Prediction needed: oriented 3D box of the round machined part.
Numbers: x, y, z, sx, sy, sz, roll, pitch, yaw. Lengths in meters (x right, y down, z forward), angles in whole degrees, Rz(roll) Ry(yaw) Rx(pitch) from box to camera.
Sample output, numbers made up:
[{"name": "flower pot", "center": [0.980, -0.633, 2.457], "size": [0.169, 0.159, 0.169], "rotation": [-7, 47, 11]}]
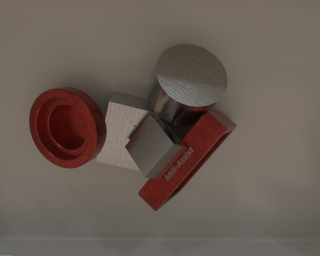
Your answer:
[{"name": "round machined part", "center": [-0.109, -0.003, 0.386], "size": [0.098, 0.042, 0.097], "rotation": [6, 106, 21]}]

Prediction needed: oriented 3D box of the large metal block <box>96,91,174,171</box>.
[{"name": "large metal block", "center": [-0.030, 0.006, 0.398], "size": [0.081, 0.050, 0.079], "rotation": [14, 109, -6]}]

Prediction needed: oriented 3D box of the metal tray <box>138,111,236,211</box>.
[{"name": "metal tray", "center": [0.037, 0.038, 0.388], "size": [0.030, 0.090, 0.129], "rotation": [42, 106, 14]}]

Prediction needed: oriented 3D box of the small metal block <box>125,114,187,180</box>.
[{"name": "small metal block", "center": [-0.006, 0.022, 0.349], "size": [0.025, 0.050, 0.050], "rotation": [20, 114, -49]}]

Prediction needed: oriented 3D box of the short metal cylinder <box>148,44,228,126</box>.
[{"name": "short metal cylinder", "center": [0.030, -0.048, 0.356], "size": [0.080, 0.080, 0.050], "rotation": [15, 153, -6]}]
